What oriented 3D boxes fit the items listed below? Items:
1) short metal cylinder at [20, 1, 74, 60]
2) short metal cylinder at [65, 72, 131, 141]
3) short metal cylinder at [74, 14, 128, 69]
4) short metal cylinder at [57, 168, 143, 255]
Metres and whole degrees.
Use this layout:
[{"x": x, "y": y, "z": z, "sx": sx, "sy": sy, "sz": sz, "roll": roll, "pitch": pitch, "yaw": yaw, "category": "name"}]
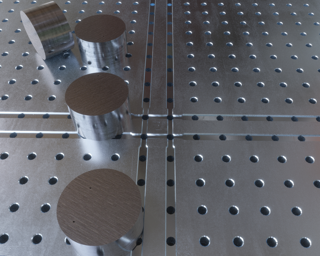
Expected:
[{"x": -0.182, "y": -0.158, "z": 0.503, "sx": 0.050, "sy": 0.080, "sz": 0.080, "roll": -30, "pitch": 56, "yaw": -23, "category": "short metal cylinder"}, {"x": -0.081, "y": -0.029, "z": 0.415, "sx": 0.081, "sy": 0.050, "sz": 0.080, "roll": 0, "pitch": 50, "yaw": 0, "category": "short metal cylinder"}, {"x": -0.095, "y": -0.143, "z": 0.511, "sx": 0.081, "sy": 0.050, "sz": 0.080, "roll": 0, "pitch": 50, "yaw": 0, "category": "short metal cylinder"}, {"x": -0.058, "y": 0.089, "z": 0.316, "sx": 0.081, "sy": 0.050, "sz": 0.080, "roll": 0, "pitch": 50, "yaw": 0, "category": "short metal cylinder"}]
